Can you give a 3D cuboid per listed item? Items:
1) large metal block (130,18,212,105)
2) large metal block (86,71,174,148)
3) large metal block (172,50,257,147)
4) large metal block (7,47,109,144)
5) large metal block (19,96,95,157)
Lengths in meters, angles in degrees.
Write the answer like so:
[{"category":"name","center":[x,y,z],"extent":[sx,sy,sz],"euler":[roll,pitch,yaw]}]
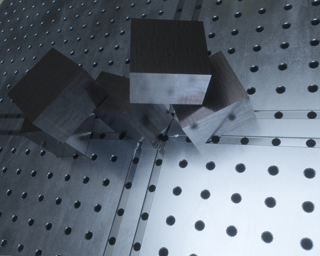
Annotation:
[{"category":"large metal block","center":[0.008,-0.074,0.344],"extent":[0.081,0.050,0.080],"euler":[1,58,-5]},{"category":"large metal block","center":[-0.041,-0.024,0.407],"extent":[0.080,0.080,0.050],"euler":[20,73,35]},{"category":"large metal block","center":[0.060,-0.035,0.382],"extent":[0.080,0.050,0.080],"euler":[-27,53,11]},{"category":"large metal block","center":[-0.124,-0.041,0.377],"extent":[0.080,0.050,0.080],"euler":[-49,51,-7]},{"category":"large metal block","center":[-0.144,-0.011,0.452],"extent":[0.050,0.080,0.080],"euler":[-6,59,25]}]
